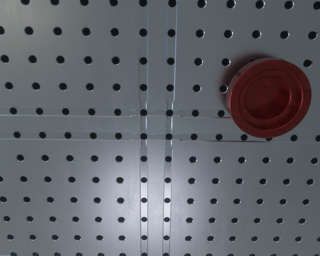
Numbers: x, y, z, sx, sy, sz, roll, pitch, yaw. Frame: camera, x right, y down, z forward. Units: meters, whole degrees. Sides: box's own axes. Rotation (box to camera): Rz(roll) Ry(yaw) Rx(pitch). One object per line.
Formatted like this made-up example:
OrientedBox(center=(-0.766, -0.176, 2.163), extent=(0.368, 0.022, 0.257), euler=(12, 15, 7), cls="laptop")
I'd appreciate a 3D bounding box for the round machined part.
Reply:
OrientedBox(center=(0.133, -0.040, 0.391), extent=(0.099, 0.042, 0.097), euler=(0, 110, 0), cls="round machined part")
